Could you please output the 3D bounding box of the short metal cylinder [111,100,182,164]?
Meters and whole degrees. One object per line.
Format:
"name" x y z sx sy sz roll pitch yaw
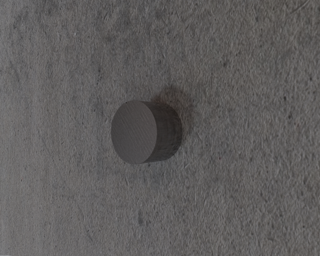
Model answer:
"short metal cylinder" -0.018 0.005 0.405 0.080 0.050 0.080 0 90 40
